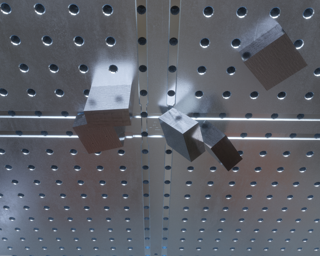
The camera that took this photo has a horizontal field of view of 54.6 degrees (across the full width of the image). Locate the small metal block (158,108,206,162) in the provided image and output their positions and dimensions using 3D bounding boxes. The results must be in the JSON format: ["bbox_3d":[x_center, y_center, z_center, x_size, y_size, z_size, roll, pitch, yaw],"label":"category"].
[{"bbox_3d":[0.028,0.008,0.399,0.025,0.050,0.050,-35,131,-19],"label":"small metal block"}]

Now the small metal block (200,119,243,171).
[{"bbox_3d":[0.076,0.023,0.411,0.025,0.050,0.050,-41,123,0],"label":"small metal block"}]

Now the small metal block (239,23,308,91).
[{"bbox_3d":[0.126,-0.078,0.346,0.050,0.025,0.050,-35,122,26],"label":"small metal block"}]

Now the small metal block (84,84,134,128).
[{"bbox_3d":[-0.059,-0.027,0.372,0.050,0.050,0.025,-3,130,2],"label":"small metal block"}]

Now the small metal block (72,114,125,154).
[{"bbox_3d":[-0.080,0.004,0.414,0.050,0.025,0.050,-12,129,10],"label":"small metal block"}]
